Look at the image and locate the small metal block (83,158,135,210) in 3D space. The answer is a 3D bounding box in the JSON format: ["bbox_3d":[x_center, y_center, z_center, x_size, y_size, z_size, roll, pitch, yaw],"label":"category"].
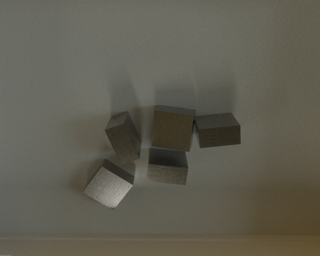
[{"bbox_3d":[-0.072,0.080,0.440,0.050,0.025,0.050,34,107,-12],"label":"small metal block"}]

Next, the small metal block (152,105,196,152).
[{"bbox_3d":[0.018,0.000,0.406,0.050,0.025,0.050,8,111,10],"label":"small metal block"}]

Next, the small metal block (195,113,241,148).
[{"bbox_3d":[0.073,0.002,0.399,0.050,0.050,0.025,-6,110,2],"label":"small metal block"}]

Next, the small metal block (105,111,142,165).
[{"bbox_3d":[-0.046,0.012,0.402,0.025,0.050,0.050,-19,109,7],"label":"small metal block"}]

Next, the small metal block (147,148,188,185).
[{"bbox_3d":[0.009,0.051,0.417,0.050,0.050,0.025,6,110,-2],"label":"small metal block"}]
